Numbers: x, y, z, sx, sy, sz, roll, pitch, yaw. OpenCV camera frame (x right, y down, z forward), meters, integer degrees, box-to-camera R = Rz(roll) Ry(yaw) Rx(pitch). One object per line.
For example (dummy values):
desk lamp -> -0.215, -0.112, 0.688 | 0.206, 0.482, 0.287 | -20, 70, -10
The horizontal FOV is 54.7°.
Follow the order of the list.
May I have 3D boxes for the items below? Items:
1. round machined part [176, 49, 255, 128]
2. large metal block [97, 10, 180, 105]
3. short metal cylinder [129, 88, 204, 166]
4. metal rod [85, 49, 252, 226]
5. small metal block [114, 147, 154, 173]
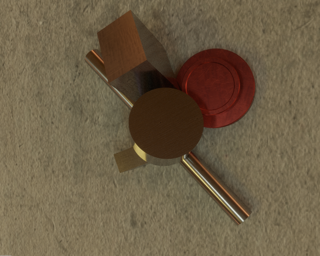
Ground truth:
round machined part -> 0.064, -0.048, 0.377 | 0.098, 0.042, 0.097 | 0, 90, 19
large metal block -> -0.025, -0.079, 0.378 | 0.050, 0.080, 0.080 | -28, 59, 19
short metal cylinder -> 0.005, 0.000, 0.355 | 0.081, 0.050, 0.080 | 1, 74, -4
metal rod -> 0.002, 0.003, 0.409 | 0.025, 0.025, 0.300 | -47, 76, 14
small metal block -> -0.024, 0.036, 0.405 | 0.050, 0.050, 0.025 | -22, 82, 18
